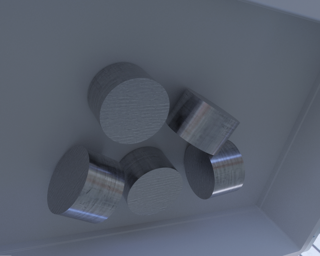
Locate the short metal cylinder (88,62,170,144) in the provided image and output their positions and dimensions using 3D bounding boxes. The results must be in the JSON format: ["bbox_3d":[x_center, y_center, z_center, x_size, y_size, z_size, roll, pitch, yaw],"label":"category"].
[{"bbox_3d":[-0.036,-0.029,0.354,0.081,0.050,0.079,-14,125,-21],"label":"short metal cylinder"}]

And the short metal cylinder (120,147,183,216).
[{"bbox_3d":[-0.016,0.073,0.429,0.081,0.050,0.079,-14,125,-21],"label":"short metal cylinder"}]

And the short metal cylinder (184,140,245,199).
[{"bbox_3d":[0.077,0.059,0.451,0.050,0.080,0.079,-9,122,-24],"label":"short metal cylinder"}]

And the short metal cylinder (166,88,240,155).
[{"bbox_3d":[0.055,-0.009,0.399,0.080,0.080,0.050,24,105,-37],"label":"short metal cylinder"}]

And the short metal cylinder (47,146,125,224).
[{"bbox_3d":[-0.087,0.067,0.365,0.050,0.080,0.080,31,101,-38],"label":"short metal cylinder"}]
